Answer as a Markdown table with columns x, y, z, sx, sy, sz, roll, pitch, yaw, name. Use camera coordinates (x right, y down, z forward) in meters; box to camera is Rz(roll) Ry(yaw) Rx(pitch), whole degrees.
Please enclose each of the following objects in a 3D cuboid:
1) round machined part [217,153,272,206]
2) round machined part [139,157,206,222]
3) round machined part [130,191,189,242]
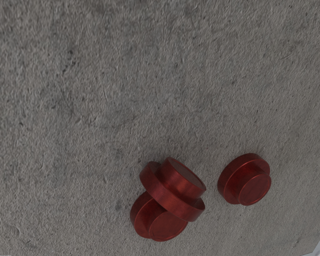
| x | y | z | sx | sy | sz | roll | pitch | yaw | name |
| --- | --- | --- | --- | --- | --- | --- | --- | --- | --- |
| 0.153 | 0.096 | 0.538 | 0.099 | 0.042 | 0.097 | -14 | 124 | -21 | round machined part |
| 0.024 | 0.076 | 0.420 | 0.098 | 0.098 | 0.042 | 32 | 100 | -38 | round machined part |
| 0.007 | 0.138 | 0.484 | 0.099 | 0.042 | 0.097 | -14 | 124 | -21 | round machined part |
